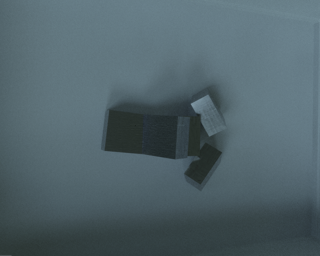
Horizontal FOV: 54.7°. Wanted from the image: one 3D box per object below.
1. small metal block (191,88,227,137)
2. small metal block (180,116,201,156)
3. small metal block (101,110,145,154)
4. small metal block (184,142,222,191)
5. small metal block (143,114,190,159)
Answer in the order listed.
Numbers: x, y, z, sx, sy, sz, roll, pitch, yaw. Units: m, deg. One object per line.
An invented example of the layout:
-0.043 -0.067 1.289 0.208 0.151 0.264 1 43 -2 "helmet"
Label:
0.066 -0.023 0.418 0.025 0.050 0.050 -28 102 15 "small metal block"
0.030 0.010 0.408 0.025 0.050 0.050 1 90 -20 "small metal block"
-0.045 0.005 0.392 0.050 0.025 0.050 7 88 -20 "small metal block"
0.058 0.053 0.416 0.025 0.050 0.050 32 76 18 "small metal block"
0.007 0.010 0.380 0.025 0.050 0.050 1 93 -52 "small metal block"
